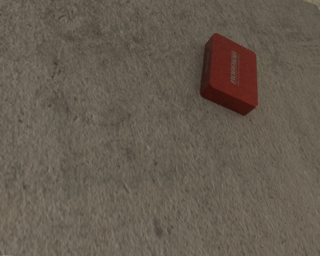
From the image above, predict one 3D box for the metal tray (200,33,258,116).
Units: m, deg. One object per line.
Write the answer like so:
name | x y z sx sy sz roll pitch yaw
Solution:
metal tray | 0.118 -0.093 0.523 0.091 0.030 0.130 22 53 -16
